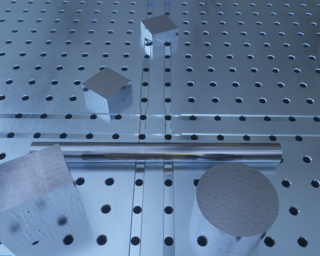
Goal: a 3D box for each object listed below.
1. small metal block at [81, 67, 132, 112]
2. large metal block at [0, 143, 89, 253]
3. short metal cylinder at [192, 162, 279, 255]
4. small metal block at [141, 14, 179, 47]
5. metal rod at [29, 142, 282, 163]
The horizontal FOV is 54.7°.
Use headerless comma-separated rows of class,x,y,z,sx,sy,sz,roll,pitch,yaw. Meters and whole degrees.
small metal block,-0.077,-0.058,0.455,0.050,0.025,0.050,31,56,23
large metal block,-0.125,0.071,0.311,0.081,0.080,0.050,-21,53,-17
short metal cylinder,0.076,0.083,0.323,0.081,0.050,0.080,0,50,0
small metal block,-0.001,-0.175,0.555,0.050,0.025,0.050,-20,53,-17
metal rod,-0.004,0.030,0.382,0.302,0.025,0.025,0,50,-1
